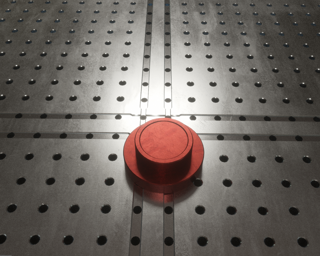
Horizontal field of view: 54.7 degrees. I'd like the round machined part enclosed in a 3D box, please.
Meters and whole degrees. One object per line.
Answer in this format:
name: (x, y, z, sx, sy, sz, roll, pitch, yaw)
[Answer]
round machined part: (0.005, 0.026, 0.375, 0.099, 0.042, 0.098, 0, 51, 0)
